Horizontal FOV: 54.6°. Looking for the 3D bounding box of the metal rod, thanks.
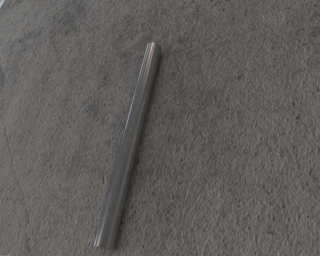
[{"bbox_3d":[-0.037,0.006,0.420,0.025,0.025,0.300,-3,60,27],"label":"metal rod"}]
